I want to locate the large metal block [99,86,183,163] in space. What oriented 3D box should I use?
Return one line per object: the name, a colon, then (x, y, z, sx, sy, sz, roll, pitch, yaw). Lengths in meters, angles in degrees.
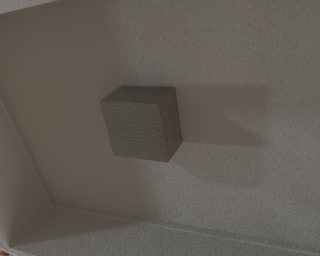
large metal block: (-0.022, -0.007, 0.400, 0.080, 0.050, 0.080, 5, 121, 26)
